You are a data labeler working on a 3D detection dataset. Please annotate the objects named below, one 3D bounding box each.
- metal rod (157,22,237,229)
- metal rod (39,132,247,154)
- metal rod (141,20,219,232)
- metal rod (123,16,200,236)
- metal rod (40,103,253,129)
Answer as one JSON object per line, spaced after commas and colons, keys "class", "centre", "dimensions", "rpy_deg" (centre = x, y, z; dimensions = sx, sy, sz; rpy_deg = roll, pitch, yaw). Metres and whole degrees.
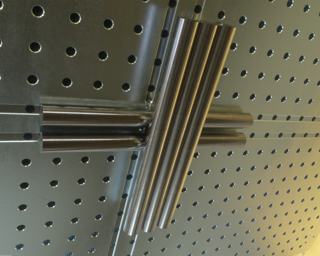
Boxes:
{"class": "metal rod", "centre": [0.039, 0.014, 0.411], "dimensions": [0.025, 0.025, 0.298], "rpy_deg": [1, 118, -29]}
{"class": "metal rod", "centre": [-0.002, 0.018, 0.423], "dimensions": [0.303, 0.025, 0.025], "rpy_deg": [1, 118, -29]}
{"class": "metal rod", "centre": [0.017, 0.016, 0.400], "dimensions": [0.025, 0.025, 0.298], "rpy_deg": [1, 118, -29]}
{"class": "metal rod", "centre": [-0.006, 0.016, 0.387], "dimensions": [0.025, 0.025, 0.298], "rpy_deg": [1, 118, -29]}
{"class": "metal rod", "centre": [0.004, -0.013, 0.407], "dimensions": [0.303, 0.025, 0.025], "rpy_deg": [1, 118, -29]}
